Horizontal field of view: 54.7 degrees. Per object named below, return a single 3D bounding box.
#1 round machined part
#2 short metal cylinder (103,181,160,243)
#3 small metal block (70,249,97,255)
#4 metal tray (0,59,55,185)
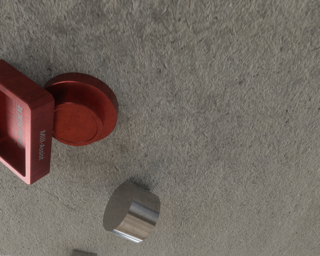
[{"bbox_3d":[-0.102,-0.016,0.382,0.099,0.042,0.097,0,130,0],"label":"round machined part"},{"bbox_3d":[-0.044,0.129,0.481,0.050,0.080,0.080,33,123,-25],"label":"short metal cylinder"},{"bbox_3d":[-0.164,0.281,0.644,0.050,0.025,0.050,18,128,-15],"label":"small metal block"},{"bbox_3d":[-0.171,-0.004,0.369,0.090,0.030,0.129,34,131,17],"label":"metal tray"}]
